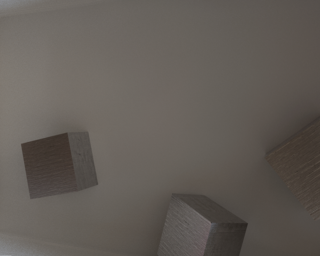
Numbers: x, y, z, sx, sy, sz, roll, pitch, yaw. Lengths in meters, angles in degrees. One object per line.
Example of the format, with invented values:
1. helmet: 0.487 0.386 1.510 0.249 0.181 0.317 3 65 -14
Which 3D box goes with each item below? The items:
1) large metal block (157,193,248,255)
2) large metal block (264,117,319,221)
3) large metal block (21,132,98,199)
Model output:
1. large metal block: 0.046 0.130 0.359 0.080 0.050 0.080 22 100 60
2. large metal block: 0.173 0.039 0.336 0.080 0.050 0.080 -39 78 16
3. large metal block: -0.144 0.053 0.448 0.080 0.050 0.080 -13 86 19
